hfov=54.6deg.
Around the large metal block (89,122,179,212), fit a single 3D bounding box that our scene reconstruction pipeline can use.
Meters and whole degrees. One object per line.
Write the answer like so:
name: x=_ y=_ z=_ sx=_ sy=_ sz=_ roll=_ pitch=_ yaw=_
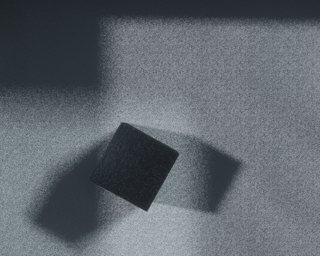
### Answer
large metal block: x=-0.031 y=0.047 z=0.399 sx=0.080 sy=0.050 sz=0.080 roll=29 pitch=90 yaw=0
